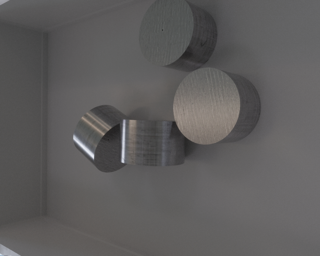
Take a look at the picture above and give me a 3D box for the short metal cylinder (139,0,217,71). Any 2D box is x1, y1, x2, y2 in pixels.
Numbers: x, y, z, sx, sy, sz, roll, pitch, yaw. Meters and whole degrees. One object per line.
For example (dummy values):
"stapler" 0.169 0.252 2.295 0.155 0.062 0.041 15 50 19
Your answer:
"short metal cylinder" 0.021 -0.111 0.373 0.080 0.050 0.080 0 90 40

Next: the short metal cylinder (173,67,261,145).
"short metal cylinder" 0.062 -0.023 0.340 0.080 0.050 0.080 0 90 40

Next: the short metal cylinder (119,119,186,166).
"short metal cylinder" -0.009 0.016 0.379 0.080 0.081 0.050 4 93 40

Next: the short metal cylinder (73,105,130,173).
"short metal cylinder" -0.071 0.014 0.430 0.050 0.081 0.079 35 112 34
